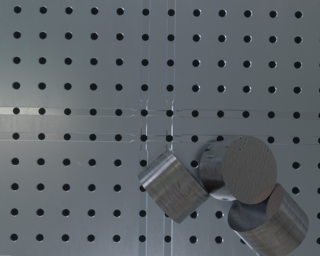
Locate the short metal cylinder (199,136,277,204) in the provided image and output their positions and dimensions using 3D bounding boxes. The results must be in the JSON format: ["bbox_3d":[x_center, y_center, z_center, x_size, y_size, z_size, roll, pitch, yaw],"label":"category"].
[{"bbox_3d":[0.097,0.052,0.387,0.081,0.050,0.080,4,80,-23],"label":"short metal cylinder"}]

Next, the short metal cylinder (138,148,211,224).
[{"bbox_3d":[0.018,0.071,0.386,0.050,0.080,0.080,-42,90,0],"label":"short metal cylinder"}]

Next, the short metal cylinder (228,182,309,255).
[{"bbox_3d":[0.132,0.112,0.383,0.080,0.080,0.050,-43,101,0],"label":"short metal cylinder"}]
